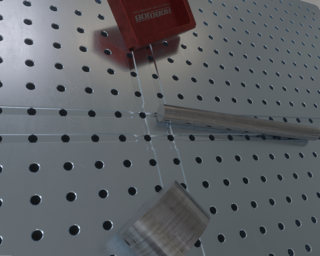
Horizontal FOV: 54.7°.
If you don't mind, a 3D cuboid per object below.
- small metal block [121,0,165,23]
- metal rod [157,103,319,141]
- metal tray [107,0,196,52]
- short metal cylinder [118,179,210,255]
[{"bbox_3d":[-0.029,-0.206,0.519,0.050,0.025,0.050,-23,74,-36],"label":"small metal block"},{"bbox_3d":[0.137,-0.005,0.485,0.302,0.025,0.025,7,59,-25],"label":"metal rod"},{"bbox_3d":[-0.009,-0.182,0.484,0.131,0.030,0.090,-30,104,-35],"label":"metal tray"},{"bbox_3d":[0.004,0.098,0.316,0.050,0.080,0.080,47,51,4],"label":"short metal cylinder"}]
